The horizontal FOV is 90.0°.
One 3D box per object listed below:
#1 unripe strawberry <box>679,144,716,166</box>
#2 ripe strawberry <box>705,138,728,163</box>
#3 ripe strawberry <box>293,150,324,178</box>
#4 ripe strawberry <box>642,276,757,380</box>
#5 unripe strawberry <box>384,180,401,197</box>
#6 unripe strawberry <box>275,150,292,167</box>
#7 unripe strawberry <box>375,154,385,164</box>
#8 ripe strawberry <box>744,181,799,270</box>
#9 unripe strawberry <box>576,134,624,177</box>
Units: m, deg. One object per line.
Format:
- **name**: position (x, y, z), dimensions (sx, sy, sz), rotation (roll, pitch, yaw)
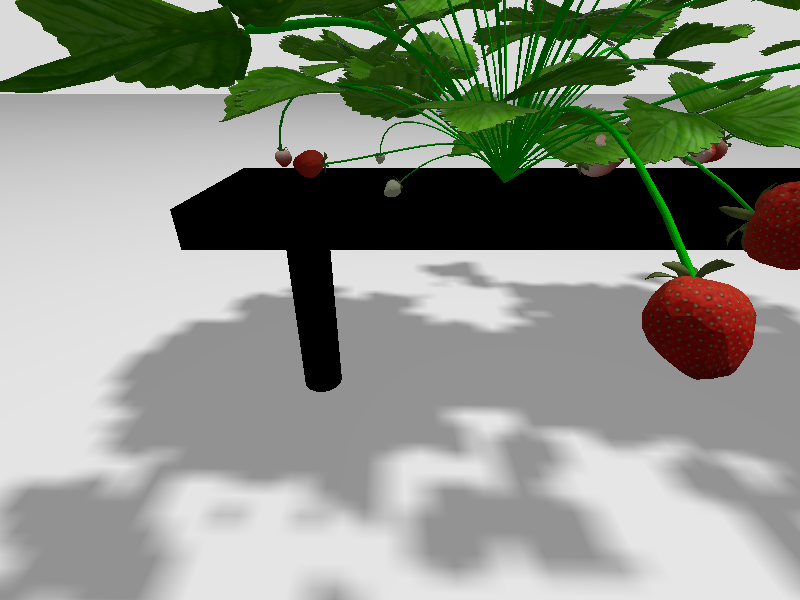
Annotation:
- **unripe strawberry**: position (0.299, -0.149, 0.401), dimensions (0.028, 0.027, 0.030), rotation (-4, 28, -20)
- **ripe strawberry**: position (0.327, -0.158, 0.424), dimensions (0.028, 0.028, 0.026), rotation (-37, 6, 37)
- **ripe strawberry**: position (-0.081, -0.120, 0.353), dimensions (0.027, 0.023, 0.027), rotation (2, 29, 5)
- **ripe strawberry**: position (0.088, 0.008, 0.118), dimensions (0.030, 0.030, 0.025), rotation (0, -14, 0)
- **unripe strawberry**: position (-0.006, -0.082, 0.296), dimensions (0.013, 0.011, 0.013), rotation (-38, 39, -8)
- **unripe strawberry**: position (-0.109, -0.132, 0.374), dimensions (0.015, 0.015, 0.014), rotation (6, 29, 10)
- **unripe strawberry**: position (-0.019, -0.138, 0.390), dimensions (0.010, 0.010, 0.009), rotation (14, 32, 24)
- **ripe strawberry**: position (0.175, -0.031, 0.175), dimensions (0.034, 0.039, 0.037), rotation (-13, 33, -22)
- **unripe strawberry**: position (0.178, -0.128, 0.353), dimensions (0.037, 0.037, 0.041), rotation (-6, 29, -12)
